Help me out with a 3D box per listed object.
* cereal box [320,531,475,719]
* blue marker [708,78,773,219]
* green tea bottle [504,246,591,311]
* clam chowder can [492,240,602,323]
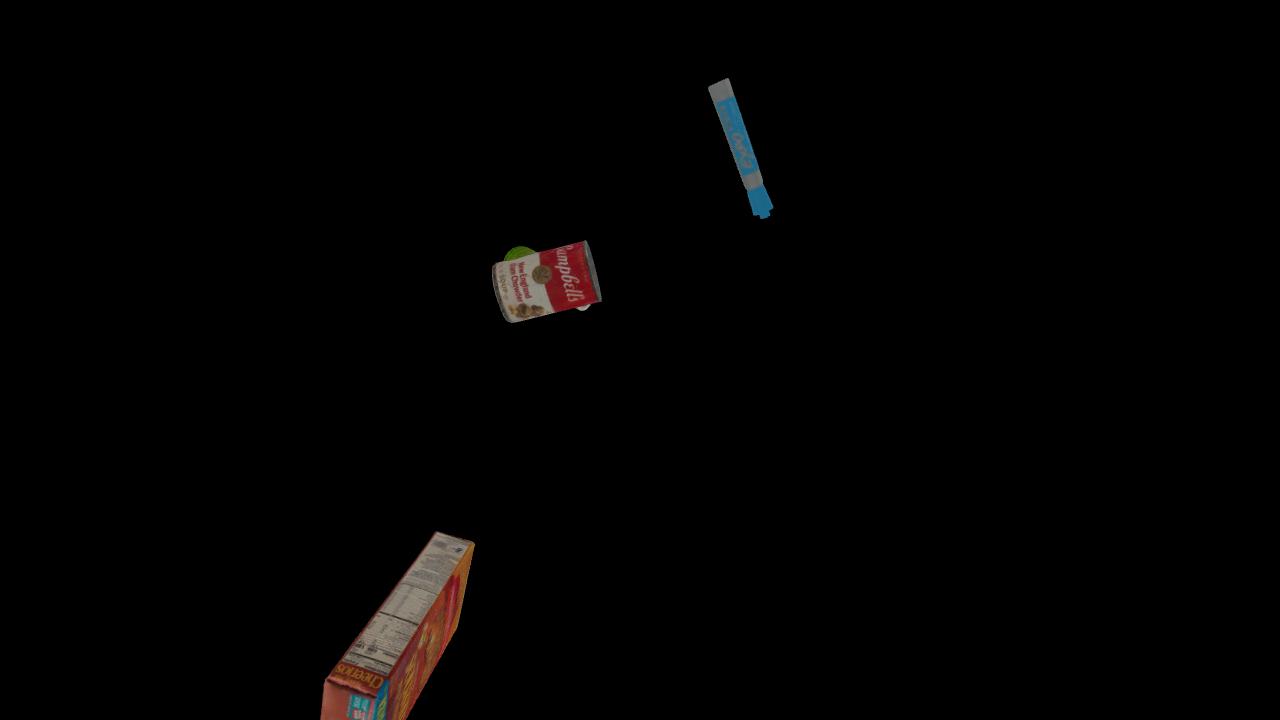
[{"bbox_3d":[-0.347,0.426,0.898,0.081,0.203,0.306,17,21,1],"label":"cereal box"},{"bbox_3d":[0.089,-0.180,0.534,0.020,0.121,0.020,-22,18,7],"label":"blue marker"},{"bbox_3d":[-0.159,-0.138,1.071,0.073,0.073,0.212,0,23,-44],"label":"green tea bottle"},{"bbox_3d":[-0.098,-0.082,0.654,0.102,0.068,0.068,-14,-1,2],"label":"clam chowder can"}]
